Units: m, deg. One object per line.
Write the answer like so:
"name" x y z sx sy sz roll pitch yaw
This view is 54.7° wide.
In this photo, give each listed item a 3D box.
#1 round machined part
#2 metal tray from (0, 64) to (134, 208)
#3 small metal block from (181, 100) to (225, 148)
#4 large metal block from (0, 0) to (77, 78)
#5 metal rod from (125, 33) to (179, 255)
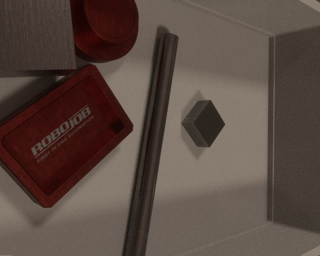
"round machined part" -0.063 -0.124 0.344 0.099 0.042 0.097 0 90 -40
"metal tray" -0.098 0.005 0.321 0.131 0.030 0.090 -45 117 -31
"small metal block" 0.066 -0.007 0.464 0.050 0.025 0.050 -51 120 -28
"large metal block" -0.124 -0.088 0.275 0.081 0.050 0.079 -7 95 -25
"metal rod" -0.010 0.023 0.400 0.025 0.025 0.298 15 81 -39
